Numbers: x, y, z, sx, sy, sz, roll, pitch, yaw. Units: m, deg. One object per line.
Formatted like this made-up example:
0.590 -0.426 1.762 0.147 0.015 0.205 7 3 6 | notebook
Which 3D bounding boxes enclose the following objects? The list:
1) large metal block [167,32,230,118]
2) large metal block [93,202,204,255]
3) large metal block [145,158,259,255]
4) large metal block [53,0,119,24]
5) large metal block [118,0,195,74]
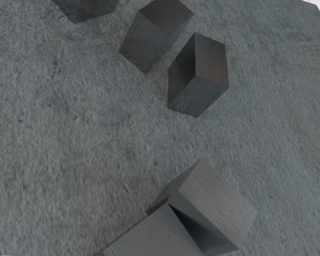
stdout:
0.052 -0.074 0.443 0.050 0.080 0.080 16 55 -20 | large metal block
-0.008 0.134 0.303 0.081 0.050 0.080 -29 78 -38 | large metal block
0.043 0.091 0.337 0.080 0.080 0.050 44 51 1 | large metal block
-0.114 -0.209 0.455 0.080 0.050 0.081 49 51 6 | large metal block
-0.006 -0.139 0.452 0.050 0.080 0.080 41 51 -1 | large metal block
